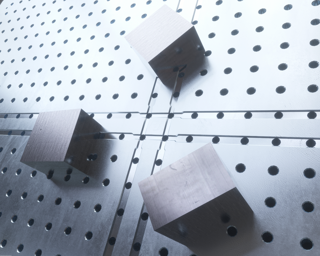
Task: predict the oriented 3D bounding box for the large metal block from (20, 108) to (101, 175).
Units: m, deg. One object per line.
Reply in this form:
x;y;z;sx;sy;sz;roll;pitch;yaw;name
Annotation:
-0.143;0.021;0.452;0.080;0.050;0.080;-3;60;26;large metal block

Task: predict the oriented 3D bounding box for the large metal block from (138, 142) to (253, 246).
0.037;0.070;0.310;0.080;0.080;0.050;-31;52;8;large metal block

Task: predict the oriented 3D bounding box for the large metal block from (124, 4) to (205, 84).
0.006;-0.127;0.466;0.080;0.050;0.080;-39;51;1;large metal block
